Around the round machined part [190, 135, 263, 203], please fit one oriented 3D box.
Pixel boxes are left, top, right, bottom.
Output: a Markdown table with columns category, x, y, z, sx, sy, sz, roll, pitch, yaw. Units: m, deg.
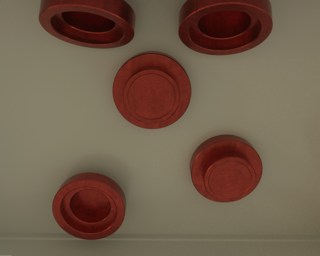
| category | x | y | z | sx | sy | sz | roll | pitch | yaw |
| --- | --- | --- | --- | --- | --- | --- | --- | --- | --- |
| round machined part | 0.092 | 0.062 | 0.426 | 0.099 | 0.042 | 0.097 | 0 | 110 | 0 |

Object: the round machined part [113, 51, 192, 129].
| category | x | y | z | sx | sy | sz | roll | pitch | yaw |
| --- | --- | --- | --- | --- | --- | --- | --- | --- | --- |
| round machined part | -0.010 | -0.044 | 0.386 | 0.099 | 0.042 | 0.097 | 0 | 110 | 0 |

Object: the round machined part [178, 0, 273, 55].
| category | x | y | z | sx | sy | sz | roll | pitch | yaw |
| --- | --- | --- | --- | --- | --- | --- | --- | --- | --- |
| round machined part | 0.070 | -0.122 | 0.338 | 0.099 | 0.098 | 0.042 | 2 | 74 | -1 |

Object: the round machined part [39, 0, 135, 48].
| category | x | y | z | sx | sy | sz | roll | pitch | yaw |
| --- | --- | --- | --- | --- | --- | --- | --- | --- | --- |
| round machined part | -0.075 | -0.125 | 0.333 | 0.099 | 0.098 | 0.042 | 4 | 81 | -2 |

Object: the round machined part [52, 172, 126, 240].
| category | x | y | z | sx | sy | sz | roll | pitch | yaw |
| --- | --- | --- | --- | --- | --- | --- | --- | --- | --- |
| round machined part | -0.097 | 0.106 | 0.440 | 0.099 | 0.042 | 0.097 | 0 | 110 | 0 |
